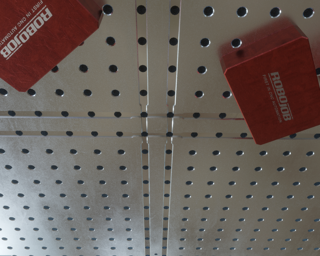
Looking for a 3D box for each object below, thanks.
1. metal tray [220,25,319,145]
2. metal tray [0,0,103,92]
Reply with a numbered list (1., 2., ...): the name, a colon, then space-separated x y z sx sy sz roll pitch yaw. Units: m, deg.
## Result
1. metal tray: 0.138 -0.044 0.372 0.090 0.030 0.130 -22 127 17
2. metal tray: -0.136 -0.105 0.318 0.130 0.030 0.090 -32 124 24
